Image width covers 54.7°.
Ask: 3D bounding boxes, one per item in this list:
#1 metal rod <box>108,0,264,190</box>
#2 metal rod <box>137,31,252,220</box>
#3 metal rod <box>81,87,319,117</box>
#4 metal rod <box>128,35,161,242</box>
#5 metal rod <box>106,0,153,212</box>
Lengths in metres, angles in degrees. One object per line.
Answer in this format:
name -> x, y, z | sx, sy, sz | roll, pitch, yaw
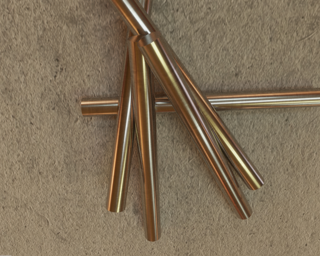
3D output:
metal rod -> 0.043, -0.033, 0.368 | 0.025, 0.025, 0.300 | -35, 112, 12
metal rod -> 0.057, 0.021, 0.373 | 0.025, 0.025, 0.299 | -27, 125, 9
metal rod -> 0.053, -0.033, 0.397 | 0.302, 0.025, 0.025 | -2, 110, 0
metal rod -> -0.015, 0.036, 0.391 | 0.025, 0.025, 0.298 | -2, 122, 0
metal rod -> -0.036, -0.042, 0.369 | 0.025, 0.025, 0.298 | 8, 101, -3
